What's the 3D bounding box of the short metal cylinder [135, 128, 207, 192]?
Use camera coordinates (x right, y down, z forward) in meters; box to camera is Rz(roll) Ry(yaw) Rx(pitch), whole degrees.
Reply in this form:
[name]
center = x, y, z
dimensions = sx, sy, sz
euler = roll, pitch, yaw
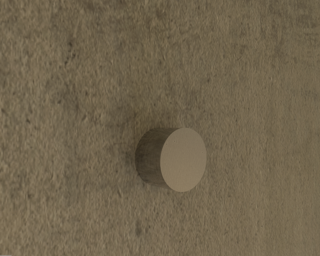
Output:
[short metal cylinder]
center = 0.015, 0.039, 0.403
dimensions = 0.081, 0.050, 0.079
euler = 0, 90, -40
